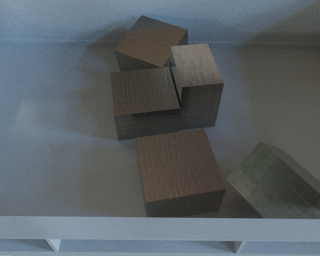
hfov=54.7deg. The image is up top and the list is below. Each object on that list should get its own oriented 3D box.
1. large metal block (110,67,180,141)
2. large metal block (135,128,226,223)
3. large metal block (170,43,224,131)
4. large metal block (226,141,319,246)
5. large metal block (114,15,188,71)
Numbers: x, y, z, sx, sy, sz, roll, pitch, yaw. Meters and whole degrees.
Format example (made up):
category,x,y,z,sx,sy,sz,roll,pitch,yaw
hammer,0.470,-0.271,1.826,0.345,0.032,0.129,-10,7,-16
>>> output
category,x,y,z,sx,sy,sz,roll,pitch,yaw
large metal block,-0.021,-0.034,0.417,0.081,0.050,0.080,-7,50,-6
large metal block,0.019,0.052,0.346,0.081,0.050,0.080,-8,51,-7
large metal block,0.044,-0.055,0.416,0.050,0.080,0.080,-6,51,-6
large metal block,0.126,0.063,0.310,0.050,0.080,0.080,-52,57,16
large metal block,-0.011,-0.118,0.478,0.080,0.050,0.080,24,66,18
